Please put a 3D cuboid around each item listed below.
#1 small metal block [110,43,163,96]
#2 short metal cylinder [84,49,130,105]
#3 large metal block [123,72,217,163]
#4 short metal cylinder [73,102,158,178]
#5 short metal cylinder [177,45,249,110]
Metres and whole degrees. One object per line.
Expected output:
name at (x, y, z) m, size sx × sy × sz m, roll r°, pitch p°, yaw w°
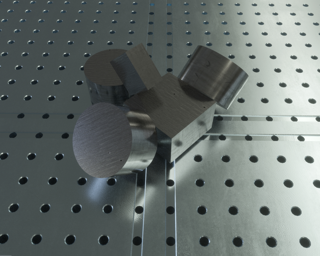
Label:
small metal block at (-0.030, -0.071, 0.382) m, size 0.025 × 0.050 × 0.050 m, roll -38°, pitch 16°, yaw -25°
short metal cylinder at (-0.064, -0.069, 0.444) m, size 0.081 × 0.050 × 0.080 m, roll 0°, pitch 50°, yaw 0°
large metal block at (0.012, -0.016, 0.397) m, size 0.080 × 0.050 × 0.080 m, roll 37°, pitch 59°, yaw 26°
short metal cylinder at (-0.050, 0.014, 0.347) m, size 0.080 × 0.050 × 0.080 m, roll -2°, pitch 85°, yaw 29°
short metal cylinder at (0.070, -0.067, 0.415) m, size 0.080 × 0.080 × 0.050 m, roll 36°, pitch 97°, yaw 26°
